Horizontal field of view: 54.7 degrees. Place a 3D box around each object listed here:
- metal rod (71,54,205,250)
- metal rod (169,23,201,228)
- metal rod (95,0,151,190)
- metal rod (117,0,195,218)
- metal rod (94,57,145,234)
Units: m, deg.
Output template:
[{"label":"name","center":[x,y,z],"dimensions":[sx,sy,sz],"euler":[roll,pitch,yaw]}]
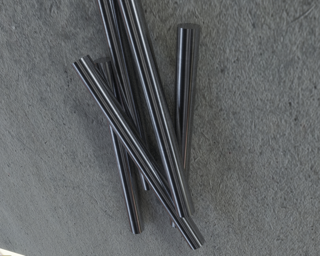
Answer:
[{"label":"metal rod","center":[-0.021,0.042,0.410],"dimensions":[0.025,0.025,0.299],"euler":[-20,108,36]},{"label":"metal rod","center":[0.029,0.019,0.403],"dimensions":[0.025,0.025,0.298],"euler":[14,124,20]},{"label":"metal rod","center":[-0.040,-0.044,0.400],"dimensions":[0.025,0.025,0.298],"euler":[3,120,26]},{"label":"metal rod","center":[-0.003,-0.027,0.368],"dimensions":[0.025,0.025,0.298],"euler":[-5,109,30]},{"label":"metal rod","center":[-0.055,0.044,0.462],"dimensions":[0.025,0.025,0.298],"euler":[7,122,24]}]
